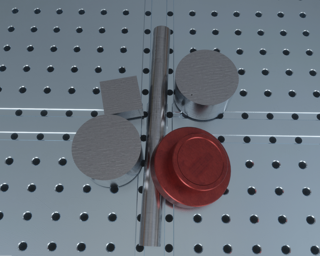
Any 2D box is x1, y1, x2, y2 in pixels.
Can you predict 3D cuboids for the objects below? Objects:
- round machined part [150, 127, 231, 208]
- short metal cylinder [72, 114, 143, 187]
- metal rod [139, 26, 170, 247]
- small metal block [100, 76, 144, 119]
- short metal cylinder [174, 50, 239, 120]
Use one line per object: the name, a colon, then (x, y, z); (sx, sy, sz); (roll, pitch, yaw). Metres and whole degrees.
round machined part: (0.041, 0.044, 0.370); (0.099, 0.042, 0.098); (6, 69, -15)
short metal cylinder: (-0.062, 0.029, 0.383); (0.081, 0.050, 0.080); (0, 70, 0)
metal rod: (-0.004, -0.004, 0.409); (0.025, 0.025, 0.299); (3, 70, 1)
small metal block: (-0.052, -0.040, 0.421); (0.050, 0.025, 0.050); (-10, 70, -4)
short metal cylinder: (0.059, -0.057, 0.415); (0.081, 0.050, 0.080); (0, 70, 0)
